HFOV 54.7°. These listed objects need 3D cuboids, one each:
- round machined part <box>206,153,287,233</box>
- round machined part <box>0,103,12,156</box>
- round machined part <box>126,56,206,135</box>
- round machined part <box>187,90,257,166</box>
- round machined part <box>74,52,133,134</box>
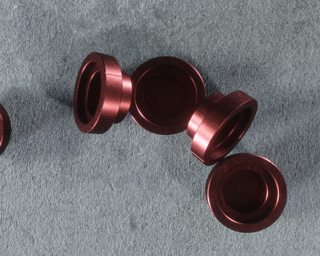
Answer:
[{"bbox_3d":[0.108,0.081,0.402,0.099,0.042,0.097,0,90,0],"label":"round machined part"},{"bbox_3d":[-0.241,0.002,0.399,0.099,0.042,0.097,0,90,0],"label":"round machined part"},{"bbox_3d":[0.007,-0.040,0.401,0.099,0.042,0.097,0,90,-1],"label":"round machined part"},{"bbox_3d":[0.071,-0.004,0.380,0.042,0.098,0.098,40,90,28],"label":"round machined part"},{"bbox_3d":[-0.069,-0.041,0.382,0.042,0.098,0.097,6,90,-35],"label":"round machined part"}]
